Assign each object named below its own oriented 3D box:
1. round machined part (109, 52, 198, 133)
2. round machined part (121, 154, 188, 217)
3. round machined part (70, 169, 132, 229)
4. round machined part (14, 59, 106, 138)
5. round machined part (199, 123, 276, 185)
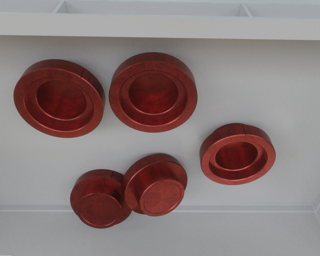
[{"bbox_3d":[-0.007,-0.044,0.360,0.099,0.042,0.097,-1,130,0],"label":"round machined part"},{"bbox_3d":[-0.004,0.090,0.452,0.099,0.042,0.097,-11,122,-19],"label":"round machined part"},{"bbox_3d":[-0.090,0.116,0.480,0.099,0.042,0.097,0,115,0],"label":"round machined part"},{"bbox_3d":[-0.113,-0.038,0.364,0.099,0.042,0.097,-1,130,0],"label":"round machined part"},{"bbox_3d":[0.103,0.032,0.427,0.099,0.042,0.097,-1,130,0],"label":"round machined part"}]
